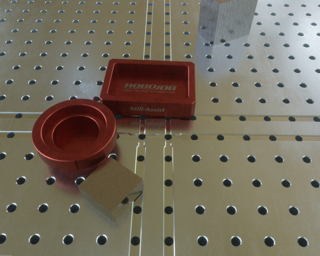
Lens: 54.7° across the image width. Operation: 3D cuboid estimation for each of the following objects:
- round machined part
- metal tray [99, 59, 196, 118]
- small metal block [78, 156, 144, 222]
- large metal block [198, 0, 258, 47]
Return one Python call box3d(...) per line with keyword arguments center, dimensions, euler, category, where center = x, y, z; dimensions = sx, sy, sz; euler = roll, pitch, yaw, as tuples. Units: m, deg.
box3d(center=(-0.102, 0.012, 0.385), dimensions=(0.099, 0.042, 0.098), euler=(0, 50, 0), category="round machined part")
box3d(center=(-0.015, -0.060, 0.454), dimensions=(0.131, 0.030, 0.090), euler=(3, 50, 1), category="metal tray")
box3d(center=(-0.054, 0.068, 0.350), dimensions=(0.050, 0.025, 0.050), euler=(31, 56, 23), category="small metal block")
box3d(center=(0.117, -0.200, 0.542), dimensions=(0.081, 0.080, 0.050), euler=(-22, 54, -18), category="large metal block")
